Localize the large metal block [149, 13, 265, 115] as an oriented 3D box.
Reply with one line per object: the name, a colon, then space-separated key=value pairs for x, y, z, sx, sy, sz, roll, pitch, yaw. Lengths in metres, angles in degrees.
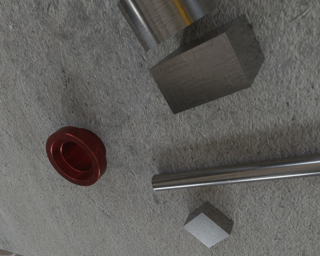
large metal block: x=0.049 y=-0.064 z=0.305 sx=0.080 sy=0.080 sz=0.050 roll=-19 pitch=109 yaw=35

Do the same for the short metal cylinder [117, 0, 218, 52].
short metal cylinder: x=0.007 y=-0.116 z=0.295 sx=0.080 sy=0.080 sz=0.050 roll=-23 pitch=106 yaw=36

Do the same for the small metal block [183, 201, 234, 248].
small metal block: x=0.071 y=0.143 z=0.457 sx=0.050 sy=0.025 sz=0.050 roll=40 pitch=129 yaw=0

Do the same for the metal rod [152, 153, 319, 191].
metal rod: x=0.118 y=0.053 z=0.376 sx=0.300 sy=0.025 sz=0.025 roll=-13 pitch=112 yaw=33

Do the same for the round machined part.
round machined part: x=-0.124 y=0.039 z=0.483 sx=0.098 sy=0.042 sz=0.097 roll=13 pitch=124 yaw=20
